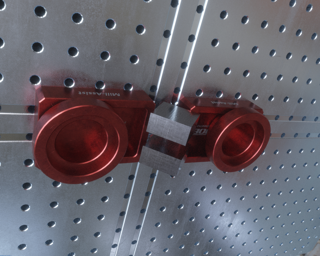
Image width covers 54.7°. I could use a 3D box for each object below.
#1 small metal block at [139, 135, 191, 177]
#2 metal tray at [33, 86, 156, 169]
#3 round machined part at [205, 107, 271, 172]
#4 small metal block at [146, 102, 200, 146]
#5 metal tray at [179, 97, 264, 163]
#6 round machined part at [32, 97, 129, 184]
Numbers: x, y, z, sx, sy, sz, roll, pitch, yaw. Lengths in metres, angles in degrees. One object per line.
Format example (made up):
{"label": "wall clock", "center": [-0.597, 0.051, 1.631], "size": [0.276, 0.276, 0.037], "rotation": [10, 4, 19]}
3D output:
{"label": "small metal block", "center": [0.007, 0.032, 0.400], "size": [0.050, 0.050, 0.025], "rotation": [20, 115, 11]}
{"label": "metal tray", "center": [-0.078, 0.000, 0.367], "size": [0.131, 0.030, 0.089], "rotation": [-1, 121, -28]}
{"label": "round machined part", "center": [0.108, 0.013, 0.450], "size": [0.099, 0.042, 0.097], "rotation": [-14, 124, -21]}
{"label": "small metal block", "center": [0.017, -0.007, 0.382], "size": [0.050, 0.050, 0.025], "rotation": [20, 115, 11]}
{"label": "metal tray", "center": [0.081, 0.004, 0.455], "size": [0.131, 0.030, 0.089], "rotation": [0, 118, -29]}
{"label": "round machined part", "center": [-0.088, 0.010, 0.342], "size": [0.099, 0.042, 0.097], "rotation": [-14, 124, -21]}
